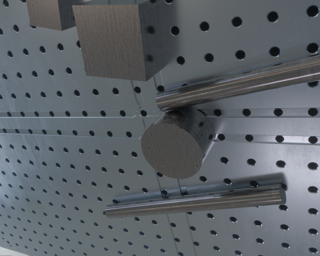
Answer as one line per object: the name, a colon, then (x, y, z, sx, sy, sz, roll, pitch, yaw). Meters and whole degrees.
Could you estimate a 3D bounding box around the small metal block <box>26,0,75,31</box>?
small metal block: (-0.139, -0.154, 0.389, 0.050, 0.025, 0.050, 15, 125, 19)

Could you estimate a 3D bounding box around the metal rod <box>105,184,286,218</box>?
metal rod: (0.031, 0.114, 0.465, 0.300, 0.025, 0.025, -16, 110, 34)

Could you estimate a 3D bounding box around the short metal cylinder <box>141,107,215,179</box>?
short metal cylinder: (0.023, 0.017, 0.394, 0.080, 0.050, 0.079, 13, 124, 21)

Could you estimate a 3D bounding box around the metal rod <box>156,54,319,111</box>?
metal rod: (0.128, -0.054, 0.310, 0.300, 0.025, 0.025, -9, 114, 32)

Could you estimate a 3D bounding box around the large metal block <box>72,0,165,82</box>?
large metal block: (-0.044, -0.103, 0.355, 0.080, 0.050, 0.079, 9, 122, 23)
